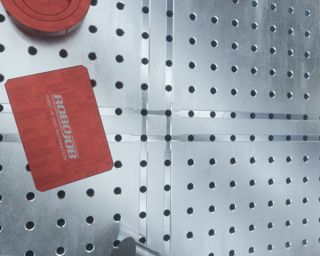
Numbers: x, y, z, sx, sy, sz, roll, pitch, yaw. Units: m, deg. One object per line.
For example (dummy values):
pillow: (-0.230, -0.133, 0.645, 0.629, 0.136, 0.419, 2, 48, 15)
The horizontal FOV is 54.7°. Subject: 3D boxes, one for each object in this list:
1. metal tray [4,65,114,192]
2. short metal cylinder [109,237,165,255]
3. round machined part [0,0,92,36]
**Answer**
metal tray: (-0.116, -0.001, 0.367, 0.091, 0.030, 0.129, -16, 96, -19)
short metal cylinder: (-0.033, 0.180, 0.372, 0.050, 0.080, 0.080, 36, 79, -17)
round machined part: (-0.131, -0.154, 0.355, 0.099, 0.042, 0.097, 0, 90, -20)
